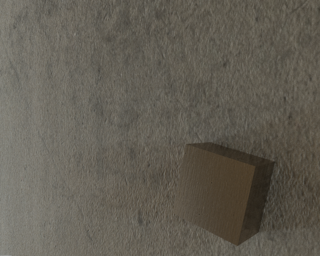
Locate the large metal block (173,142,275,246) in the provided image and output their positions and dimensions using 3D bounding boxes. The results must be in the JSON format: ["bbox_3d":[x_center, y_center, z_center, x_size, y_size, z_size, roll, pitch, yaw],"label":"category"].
[{"bbox_3d":[0.067,0.065,0.334,0.080,0.050,0.080,17,101,39],"label":"large metal block"}]
